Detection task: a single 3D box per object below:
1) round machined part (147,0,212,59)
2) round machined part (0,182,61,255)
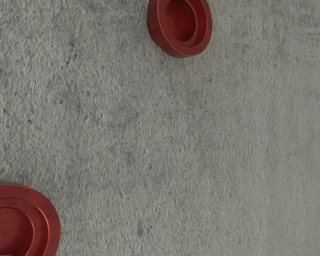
[{"bbox_3d":[0.022,-0.141,0.411,0.099,0.042,0.097,0,90,-40],"label":"round machined part"},{"bbox_3d":[-0.144,0.096,0.273,0.099,0.042,0.097,0,90,-40],"label":"round machined part"}]
